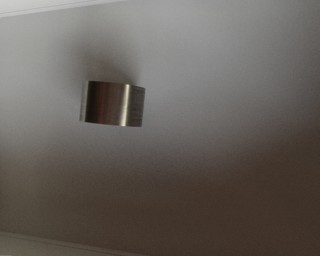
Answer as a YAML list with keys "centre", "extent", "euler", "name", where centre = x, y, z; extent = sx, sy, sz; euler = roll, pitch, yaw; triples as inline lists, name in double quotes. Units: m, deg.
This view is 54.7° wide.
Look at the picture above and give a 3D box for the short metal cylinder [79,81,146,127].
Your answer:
- centre: [-0.061, -0.030, 0.403]
  extent: [0.080, 0.080, 0.050]
  euler: [7, 92, 20]
  name: "short metal cylinder"
